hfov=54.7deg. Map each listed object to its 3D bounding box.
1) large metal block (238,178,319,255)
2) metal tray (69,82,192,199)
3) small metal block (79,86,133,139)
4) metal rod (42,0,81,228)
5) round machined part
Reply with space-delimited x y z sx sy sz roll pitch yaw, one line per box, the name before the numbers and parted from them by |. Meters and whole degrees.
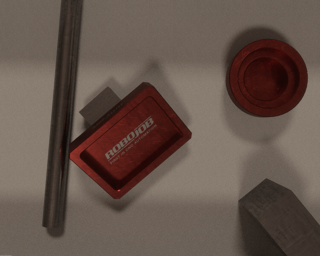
large metal block | 0.152 0.116 0.386 0.050 0.080 0.080 -39 91 0
metal tray | -0.036 0.017 0.391 0.130 0.030 0.090 -41 114 0
small metal block | -0.069 -0.019 0.411 0.050 0.025 0.050 -42 90 0
metal rod | -0.130 -0.020 0.409 0.025 0.025 0.298 5 90 -1
round machined part | 0.135 -0.062 0.405 0.099 0.042 0.097 0 90 -1
